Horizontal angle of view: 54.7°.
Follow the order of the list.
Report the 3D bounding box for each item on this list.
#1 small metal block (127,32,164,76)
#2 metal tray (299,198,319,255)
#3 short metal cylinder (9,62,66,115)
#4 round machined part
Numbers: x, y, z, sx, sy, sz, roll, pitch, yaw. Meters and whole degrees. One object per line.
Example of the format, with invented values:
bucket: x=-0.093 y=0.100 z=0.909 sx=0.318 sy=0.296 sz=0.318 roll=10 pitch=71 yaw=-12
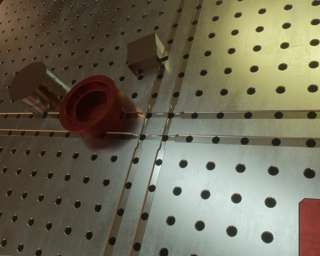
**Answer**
small metal block: x=-0.024 y=-0.117 z=0.491 sx=0.050 sy=0.025 sz=0.050 roll=-17 pitch=55 yaw=18
metal tray: x=0.160 y=0.126 z=0.244 sx=0.090 sy=0.030 sz=0.130 roll=-2 pitch=61 yaw=27
short metal cylinder: x=-0.214 y=-0.069 z=0.544 sx=0.080 sy=0.050 sz=0.080 roll=-13 pitch=56 yaw=20
round machined part: x=-0.097 y=-0.027 z=0.463 sx=0.098 sy=0.042 sz=0.098 roll=-13 pitch=56 yaw=20
